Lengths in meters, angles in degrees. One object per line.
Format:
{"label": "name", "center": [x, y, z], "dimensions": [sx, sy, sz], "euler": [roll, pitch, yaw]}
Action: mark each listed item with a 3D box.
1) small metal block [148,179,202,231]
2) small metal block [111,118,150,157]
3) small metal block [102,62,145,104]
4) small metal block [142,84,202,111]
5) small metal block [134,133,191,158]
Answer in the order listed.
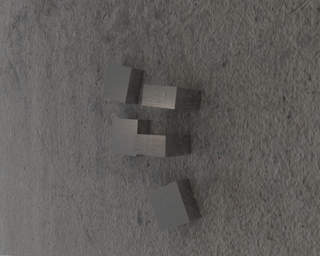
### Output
{"label": "small metal block", "center": [0.018, 0.097, 0.390], "dimensions": [0.050, 0.025, 0.050], "euler": [-30, 72, 36]}
{"label": "small metal block", "center": [-0.042, 0.012, 0.440], "dimensions": [0.050, 0.025, 0.050], "euler": [5, 93, 40]}
{"label": "small metal block", "center": [-0.054, -0.065, 0.449], "dimensions": [0.050, 0.025, 0.050], "euler": [20, 103, 38]}
{"label": "small metal block", "center": [0.015, -0.037, 0.377], "dimensions": [0.050, 0.050, 0.025], "euler": [10, 97, 39]}
{"label": "small metal block", "center": [0.003, 0.020, 0.386], "dimensions": [0.050, 0.050, 0.025], "euler": [2, 92, 40]}
